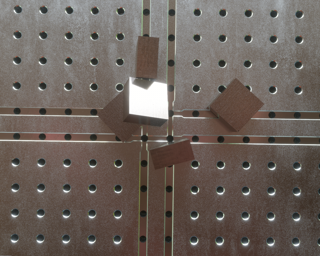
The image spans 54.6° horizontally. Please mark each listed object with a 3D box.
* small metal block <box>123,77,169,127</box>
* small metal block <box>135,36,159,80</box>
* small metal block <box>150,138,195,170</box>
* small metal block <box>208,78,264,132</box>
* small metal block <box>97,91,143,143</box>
[{"bbox_3d":[-0.018,-0.032,0.390,0.050,0.025,0.050,8,65,-23],"label":"small metal block"},{"bbox_3d":[-0.018,-0.086,0.399,0.025,0.050,0.050,3,90,-7],"label":"small metal block"},{"bbox_3d":[0.015,0.032,0.401,0.050,0.050,0.025,-15,90,0],"label":"small metal block"},{"bbox_3d":[0.100,-0.030,0.414,0.050,0.025,0.050,43,90,0],"label":"small metal block"},{"bbox_3d":[-0.046,-0.016,0.413,0.050,0.025,0.050,-43,90,0],"label":"small metal block"}]
